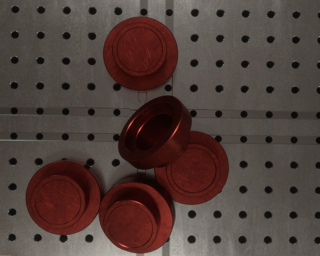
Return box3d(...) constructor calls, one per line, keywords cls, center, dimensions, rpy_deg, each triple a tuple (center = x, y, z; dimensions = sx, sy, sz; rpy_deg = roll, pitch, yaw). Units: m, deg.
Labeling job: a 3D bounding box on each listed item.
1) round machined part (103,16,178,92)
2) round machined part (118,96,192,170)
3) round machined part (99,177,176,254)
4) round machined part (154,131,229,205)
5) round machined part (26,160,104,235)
box3d(cls="round machined part", center=(-0.025, -0.098, 0.405), dimensions=(0.099, 0.042, 0.097), rpy_deg=(0, 90, -1))
box3d(cls="round machined part", center=(-0.001, 0.010, 0.386), dimensions=(0.098, 0.098, 0.042), rpy_deg=(-46, 124, 0))
box3d(cls="round machined part", center=(-0.032, 0.115, 0.393), dimensions=(0.098, 0.042, 0.097), rpy_deg=(2, 100, 11))
box3d(cls="round machined part", center=(0.042, 0.053, 0.406), dimensions=(0.099, 0.042, 0.097), rpy_deg=(0, 90, -1))
box3d(cls="round machined part", center=(-0.126, 0.092, 0.403), dimensions=(0.099, 0.042, 0.097), rpy_deg=(0, 90, -1))
